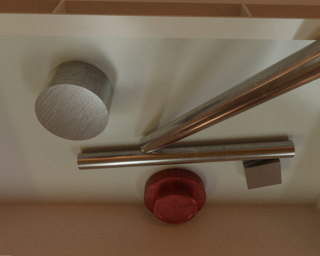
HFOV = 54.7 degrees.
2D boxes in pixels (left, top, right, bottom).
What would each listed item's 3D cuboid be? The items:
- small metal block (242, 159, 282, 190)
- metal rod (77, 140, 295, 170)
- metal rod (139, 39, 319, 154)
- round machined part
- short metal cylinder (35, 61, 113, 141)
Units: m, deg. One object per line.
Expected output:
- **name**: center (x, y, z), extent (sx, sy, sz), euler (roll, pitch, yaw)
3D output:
- **small metal block**: center (0.153, 0.063, 0.465), extent (0.050, 0.025, 0.050), euler (-13, 129, 10)
- **metal rod**: center (0.035, 0.039, 0.442), extent (0.302, 0.025, 0.025), euler (-4, 130, 2)
- **metal rod**: center (0.057, -0.018, 0.309), extent (0.025, 0.025, 0.299), euler (27, 152, -21)
- **round machined part**: center (0.024, 0.114, 0.489), extent (0.099, 0.042, 0.097), euler (0, 125, 0)
- **short metal cylinder**: center (-0.098, -0.031, 0.365), extent (0.081, 0.050, 0.079), euler (0, 130, 0)
